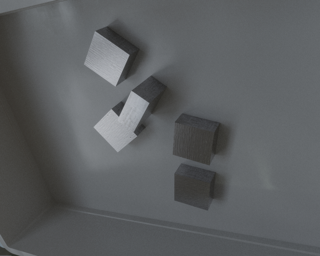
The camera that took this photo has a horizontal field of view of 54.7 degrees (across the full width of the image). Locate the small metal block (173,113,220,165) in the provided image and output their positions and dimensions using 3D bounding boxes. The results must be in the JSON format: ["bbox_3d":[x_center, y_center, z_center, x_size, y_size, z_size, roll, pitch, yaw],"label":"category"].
[{"bbox_3d":[0.045,0.014,0.393,0.050,0.025,0.050,15,125,20],"label":"small metal block"}]

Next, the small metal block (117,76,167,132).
[{"bbox_3d":[-0.022,-0.031,0.385,0.025,0.050,0.050,35,129,5],"label":"small metal block"}]

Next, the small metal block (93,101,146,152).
[{"bbox_3d":[-0.057,-0.001,0.438,0.050,0.025,0.050,47,129,-5],"label":"small metal block"}]

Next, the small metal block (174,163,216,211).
[{"bbox_3d":[0.048,0.082,0.434,0.050,0.025,0.050,12,124,21],"label":"small metal block"}]

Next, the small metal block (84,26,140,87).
[{"bbox_3d":[-0.061,-0.089,0.386,0.050,0.025,0.050,36,129,4],"label":"small metal block"}]
